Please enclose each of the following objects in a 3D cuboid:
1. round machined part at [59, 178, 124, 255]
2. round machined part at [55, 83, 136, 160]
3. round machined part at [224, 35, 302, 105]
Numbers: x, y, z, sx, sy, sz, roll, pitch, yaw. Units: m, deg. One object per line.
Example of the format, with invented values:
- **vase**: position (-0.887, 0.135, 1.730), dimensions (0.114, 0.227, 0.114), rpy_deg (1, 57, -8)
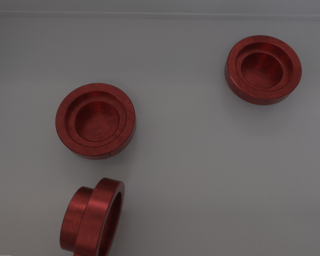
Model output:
- **round machined part**: position (-0.073, 0.101, 0.333), dimensions (0.042, 0.098, 0.098), rpy_deg (13, 71, 5)
- **round machined part**: position (-0.080, -0.005, 0.402), dimensions (0.099, 0.042, 0.098), rpy_deg (0, 70, 0)
- **round machined part**: position (0.138, -0.076, 0.429), dimensions (0.099, 0.042, 0.098), rpy_deg (0, 70, 0)
